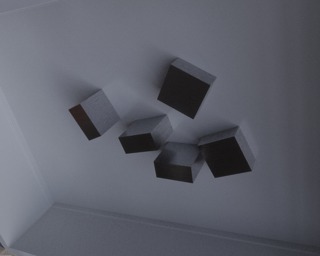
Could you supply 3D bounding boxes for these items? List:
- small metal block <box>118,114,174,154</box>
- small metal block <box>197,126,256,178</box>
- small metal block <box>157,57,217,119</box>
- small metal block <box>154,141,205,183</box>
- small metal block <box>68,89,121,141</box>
[{"bbox_3d":[-0.018,0.008,0.407,0.050,0.050,0.025,-9,114,32],"label":"small metal block"},{"bbox_3d":[0.083,0.031,0.384,0.050,0.025,0.050,-18,109,35],"label":"small metal block"},{"bbox_3d":[0.031,-0.046,0.364,0.050,0.025,0.050,30,128,9],"label":"small metal block"},{"bbox_3d":[0.027,0.043,0.405,0.050,0.050,0.025,5,121,25],"label":"small metal block"},{"bbox_3d":[-0.089,-0.019,0.428,0.025,0.050,0.050,-20,108,36],"label":"small metal block"}]
